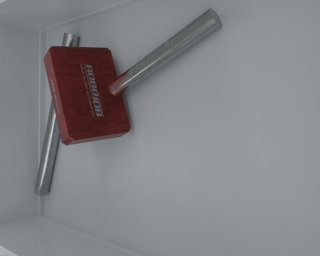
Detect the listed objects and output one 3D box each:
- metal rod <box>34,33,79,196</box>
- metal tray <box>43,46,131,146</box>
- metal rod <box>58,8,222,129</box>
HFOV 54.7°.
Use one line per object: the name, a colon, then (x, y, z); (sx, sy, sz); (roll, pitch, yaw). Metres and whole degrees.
metal rod: (-0.188, -0.018, 0.558); (0.025, 0.025, 0.298); (24, 105, 37)
metal tray: (-0.100, -0.047, 0.431); (0.030, 0.091, 0.129); (-27, 75, 53)
metal rod: (-0.047, -0.064, 0.432); (0.299, 0.025, 0.025); (-29, 72, 32)
